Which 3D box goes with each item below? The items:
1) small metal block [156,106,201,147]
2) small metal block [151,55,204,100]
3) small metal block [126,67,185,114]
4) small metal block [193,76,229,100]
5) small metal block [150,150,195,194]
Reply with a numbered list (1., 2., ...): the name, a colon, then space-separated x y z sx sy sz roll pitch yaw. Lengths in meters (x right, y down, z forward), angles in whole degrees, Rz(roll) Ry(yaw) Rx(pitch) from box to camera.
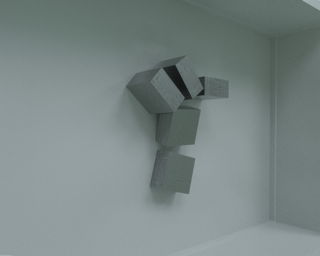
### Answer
1. small metal block: 0.025 -0.004 0.420 0.050 0.025 0.050 -2 106 -40
2. small metal block: 0.022 -0.064 0.408 0.025 0.050 0.050 -45 117 -31
3. small metal block: -0.006 -0.045 0.385 0.050 0.050 0.025 50 61 -28
4. small metal block: 0.062 -0.055 0.442 0.050 0.050 0.025 1 90 -40
5. small metal block: 0.018 0.060 0.421 0.050 0.025 0.050 19 78 -39
